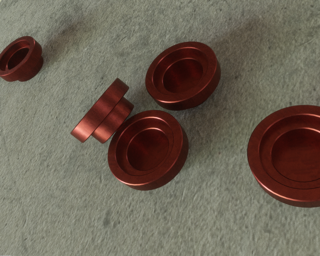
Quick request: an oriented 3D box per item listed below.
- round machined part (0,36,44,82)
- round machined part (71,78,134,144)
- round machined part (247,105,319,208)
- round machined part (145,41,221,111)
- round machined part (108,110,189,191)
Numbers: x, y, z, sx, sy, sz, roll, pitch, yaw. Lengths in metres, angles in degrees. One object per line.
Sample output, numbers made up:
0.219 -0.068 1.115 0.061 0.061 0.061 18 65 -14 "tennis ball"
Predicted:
-0.272 -0.131 0.613 0.098 0.042 0.098 -13 56 20 "round machined part"
-0.072 -0.017 0.419 0.098 0.042 0.098 -47 11 13 "round machined part"
0.139 0.029 0.302 0.098 0.042 0.098 -13 56 20 "round machined part"
0.033 -0.064 0.414 0.098 0.042 0.098 -13 56 20 "round machined part"
-0.011 0.030 0.379 0.098 0.042 0.098 -13 56 20 "round machined part"
